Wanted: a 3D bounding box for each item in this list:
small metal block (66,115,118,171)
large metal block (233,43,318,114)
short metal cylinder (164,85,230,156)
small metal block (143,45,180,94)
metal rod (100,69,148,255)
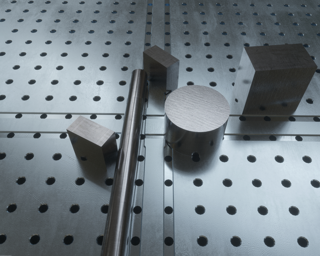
[{"bbox_3d":[-0.080,0.019,0.375,0.050,0.050,0.025,24,54,18],"label":"small metal block"},{"bbox_3d":[0.154,-0.067,0.430,0.081,0.080,0.050,-5,50,-4],"label":"large metal block"},{"bbox_3d":[0.046,-0.010,0.401,0.081,0.050,0.080,0,50,0],"label":"short metal cylinder"},{"bbox_3d":[0.001,-0.088,0.466,0.025,0.050,0.050,-36,59,-26],"label":"small metal block"},{"bbox_3d":[-0.039,0.034,0.378,0.025,0.025,0.300,3,50,2],"label":"metal rod"}]
